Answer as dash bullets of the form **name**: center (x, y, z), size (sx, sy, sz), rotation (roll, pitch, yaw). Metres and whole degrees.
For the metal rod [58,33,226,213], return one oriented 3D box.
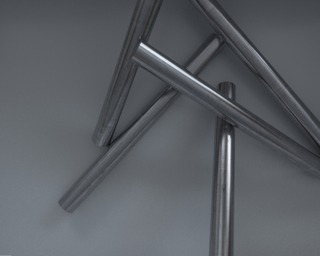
- **metal rod**: center (-0.023, -0.007, 0.411), size (0.025, 0.025, 0.300), rotation (43, 90, 0)

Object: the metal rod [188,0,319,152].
- **metal rod**: center (0.141, -0.063, 0.399), size (0.025, 0.025, 0.300), rotation (-43, 96, 0)

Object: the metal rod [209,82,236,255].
- **metal rod**: center (0.070, 0.077, 0.345), size (0.025, 0.025, 0.299), rotation (8, 63, 0)

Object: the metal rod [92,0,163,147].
- **metal rod**: center (-0.024, -0.101, 0.340), size (0.025, 0.025, 0.298), rotation (24, 119, 0)

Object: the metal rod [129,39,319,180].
- **metal rod**: center (0.099, -0.010, 0.368), size (0.301, 0.025, 0.025), rotation (30, 90, -18)
